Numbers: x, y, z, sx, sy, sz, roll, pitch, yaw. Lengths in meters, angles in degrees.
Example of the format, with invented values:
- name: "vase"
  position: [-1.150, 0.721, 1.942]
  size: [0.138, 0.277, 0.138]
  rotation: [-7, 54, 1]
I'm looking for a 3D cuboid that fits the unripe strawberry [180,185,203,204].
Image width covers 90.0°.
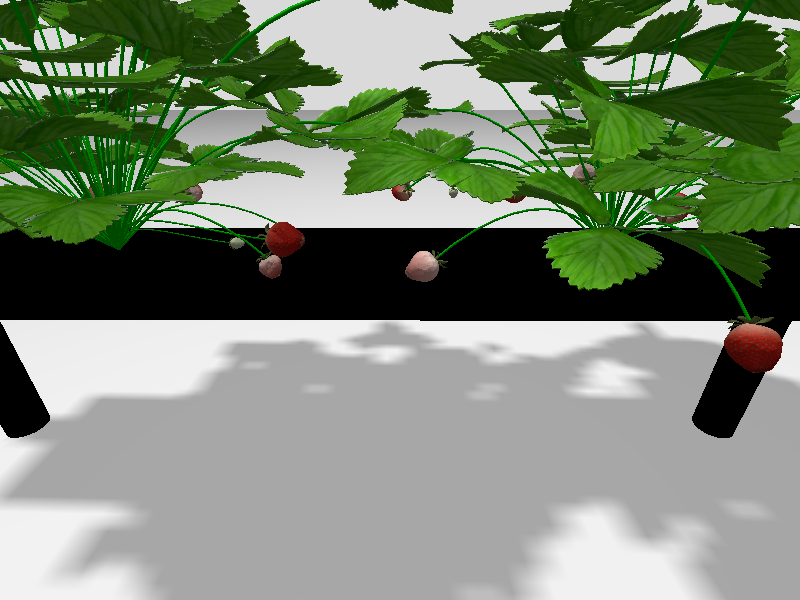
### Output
- name: "unripe strawberry"
  position: [-0.271, -0.139, 0.514]
  size: [0.034, 0.030, 0.031]
  rotation: [-2, 27, -3]

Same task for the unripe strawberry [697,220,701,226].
- name: "unripe strawberry"
  position: [0.324, -0.082, 0.428]
  size: [0.010, 0.010, 0.011]
  rotation: [-13, 30, -24]

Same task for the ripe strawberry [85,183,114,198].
- name: "ripe strawberry"
  position: [-0.347, -0.118, 0.471]
  size: [0.037, 0.039, 0.040]
  rotation: [-18, 32, -31]

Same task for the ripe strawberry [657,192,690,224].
- name: "ripe strawberry"
  position: [0.297, -0.099, 0.433]
  size: [0.033, 0.035, 0.031]
  rotation: [-18, 32, -33]

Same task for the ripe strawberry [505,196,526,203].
- name: "ripe strawberry"
  position: [0.147, -0.145, 0.521]
  size: [0.041, 0.036, 0.037]
  rotation: [-6, 22, -12]

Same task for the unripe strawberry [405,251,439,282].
- name: "unripe strawberry"
  position: [0.016, -0.025, 0.302]
  size: [0.025, 0.022, 0.025]
  rotation: [-26, 33, -11]

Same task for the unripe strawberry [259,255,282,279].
- name: "unripe strawberry"
  position: [-0.100, -0.025, 0.309]
  size: [0.017, 0.017, 0.019]
  rotation: [-24, 14, 32]

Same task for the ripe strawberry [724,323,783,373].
- name: "ripe strawberry"
  position: [0.183, 0.025, 0.207]
  size: [0.025, 0.025, 0.021]
  rotation: [1, -14, 2]

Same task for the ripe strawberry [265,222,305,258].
- name: "ripe strawberry"
  position: [-0.098, -0.052, 0.345]
  size: [0.031, 0.030, 0.034]
  rotation: [4, 27, 6]

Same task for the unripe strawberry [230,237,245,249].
- name: "unripe strawberry"
  position: [-0.150, -0.053, 0.369]
  size: [0.012, 0.010, 0.012]
  rotation: [0, 27, -1]

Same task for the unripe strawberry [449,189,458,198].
- name: "unripe strawberry"
  position: [0.068, -0.137, 0.514]
  size: [0.011, 0.011, 0.011]
  rotation: [-18, 32, -31]

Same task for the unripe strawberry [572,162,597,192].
- name: "unripe strawberry"
  position: [0.261, -0.170, 0.557]
  size: [0.042, 0.048, 0.046]
  rotation: [8, 28, 16]

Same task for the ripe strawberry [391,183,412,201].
- name: "ripe strawberry"
  position: [0.001, -0.146, 0.535]
  size: [0.027, 0.029, 0.029]
  rotation: [-24, 22, -39]
